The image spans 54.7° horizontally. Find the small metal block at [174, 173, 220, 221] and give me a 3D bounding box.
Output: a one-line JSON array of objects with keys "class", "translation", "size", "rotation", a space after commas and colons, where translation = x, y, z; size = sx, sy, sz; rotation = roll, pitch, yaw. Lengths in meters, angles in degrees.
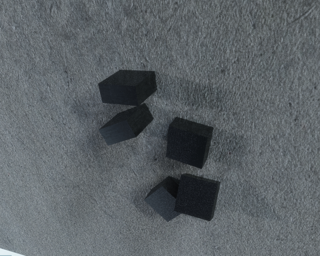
[{"class": "small metal block", "translation": [0.051, 0.093, 0.422], "size": [0.050, 0.025, 0.050], "rotation": [11, 90, 19]}]

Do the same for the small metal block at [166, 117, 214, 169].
[{"class": "small metal block", "translation": [0.037, 0.019, 0.399], "size": [0.050, 0.025, 0.050], "rotation": [17, 125, 18]}]

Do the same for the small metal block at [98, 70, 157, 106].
[{"class": "small metal block", "translation": [-0.038, -0.051, 0.380], "size": [0.050, 0.050, 0.025], "rotation": [7, 122, 24]}]

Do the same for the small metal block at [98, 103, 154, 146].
[{"class": "small metal block", "translation": [-0.044, -0.005, 0.411], "size": [0.050, 0.050, 0.025], "rotation": [-17, 109, 35]}]

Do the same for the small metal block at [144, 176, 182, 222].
[{"class": "small metal block", "translation": [0.013, 0.107, 0.467], "size": [0.050, 0.025, 0.050], "rotation": [43, 129, -2]}]
